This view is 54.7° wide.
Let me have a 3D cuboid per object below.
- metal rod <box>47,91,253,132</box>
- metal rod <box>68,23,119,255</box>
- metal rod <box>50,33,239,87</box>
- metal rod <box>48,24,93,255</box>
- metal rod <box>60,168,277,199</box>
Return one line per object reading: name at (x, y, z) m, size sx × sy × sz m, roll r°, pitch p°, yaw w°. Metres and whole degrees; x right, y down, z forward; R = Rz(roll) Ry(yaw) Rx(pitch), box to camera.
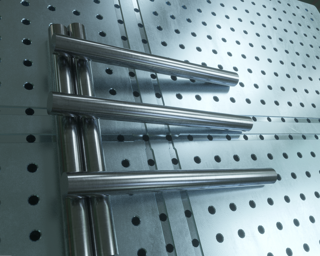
metal rod at (0.011, -0.016, 0.406) m, size 0.302 × 0.025 × 0.025 m, roll 5°, pitch 60°, yaw -33°
metal rod at (-0.084, -0.005, 0.366) m, size 0.025 × 0.025 × 0.299 m, roll 1°, pitch 61°, yaw -28°
metal rod at (0.000, -0.091, 0.447) m, size 0.302 × 0.025 × 0.025 m, roll 4°, pitch 60°, yaw -33°
metal rod at (-0.105, 0.001, 0.351) m, size 0.025 × 0.025 × 0.299 m, roll 1°, pitch 61°, yaw -28°
metal rod at (0.036, 0.062, 0.373) m, size 0.302 × 0.025 × 0.025 m, roll 4°, pitch 60°, yaw -34°
